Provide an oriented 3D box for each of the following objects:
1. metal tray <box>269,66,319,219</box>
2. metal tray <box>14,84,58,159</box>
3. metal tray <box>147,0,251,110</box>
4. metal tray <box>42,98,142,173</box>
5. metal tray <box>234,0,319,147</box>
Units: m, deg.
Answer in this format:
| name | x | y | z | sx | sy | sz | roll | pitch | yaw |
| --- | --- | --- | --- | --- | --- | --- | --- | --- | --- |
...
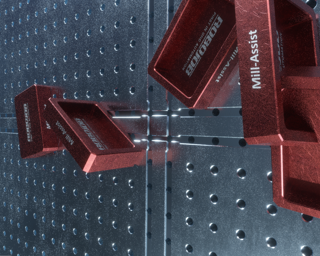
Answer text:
| name | x | y | z | sx | sy | sz | roll | pitch | yaw |
| --- | --- | --- | --- | --- | --- | --- | --- | --- | --- |
| metal tray | 0.142 | 0.016 | 0.256 | 0.090 | 0.030 | 0.129 | 10 | 121 | 39 |
| metal tray | -0.246 | -0.011 | 0.612 | 0.090 | 0.030 | 0.129 | -18 | 79 | 38 |
| metal tray | 0.048 | -0.098 | 0.367 | 0.090 | 0.030 | 0.129 | 44 | 117 | 31 |
| metal tray | -0.099 | 0.006 | 0.449 | 0.130 | 0.091 | 0.030 | 44 | 117 | 31 |
| metal tray | 0.107 | -0.050 | 0.269 | 0.030 | 0.091 | 0.129 | -11 | 78 | 48 |
